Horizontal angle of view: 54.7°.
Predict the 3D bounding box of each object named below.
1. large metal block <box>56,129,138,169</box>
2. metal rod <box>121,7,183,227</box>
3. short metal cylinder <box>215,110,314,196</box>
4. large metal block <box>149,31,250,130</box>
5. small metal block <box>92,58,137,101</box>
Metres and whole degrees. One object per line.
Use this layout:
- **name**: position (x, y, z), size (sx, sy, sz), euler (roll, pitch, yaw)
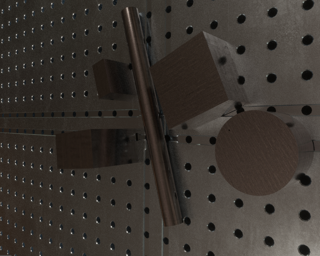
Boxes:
- **large metal block**: position (-0.091, 0.030, 0.446), size (0.080, 0.081, 0.050), euler (-7, 86, 39)
- **metal rod**: position (-0.013, -0.022, 0.417), size (0.025, 0.025, 0.298), euler (-19, 78, 38)
- **short metal cylinder**: position (0.103, 0.023, 0.307), size (0.080, 0.050, 0.079), euler (0, 90, 39)
- **large metal block**: position (0.043, -0.050, 0.356), size (0.080, 0.050, 0.080), euler (-27, 73, 36)
- **small metal block**: position (-0.065, -0.068, 0.444), size (0.025, 0.050, 0.050), euler (-22, 77, 38)
